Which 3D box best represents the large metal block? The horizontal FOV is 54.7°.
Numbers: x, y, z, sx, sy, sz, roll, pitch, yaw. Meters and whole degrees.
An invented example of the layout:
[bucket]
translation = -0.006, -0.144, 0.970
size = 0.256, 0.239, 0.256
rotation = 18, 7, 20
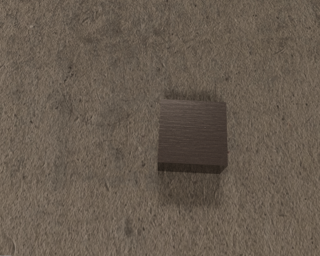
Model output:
[large metal block]
translation = 0.039, 0.012, 0.391
size = 0.081, 0.050, 0.080
rotation = 3, 70, 0
